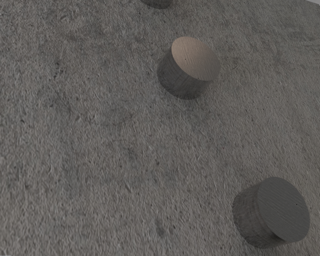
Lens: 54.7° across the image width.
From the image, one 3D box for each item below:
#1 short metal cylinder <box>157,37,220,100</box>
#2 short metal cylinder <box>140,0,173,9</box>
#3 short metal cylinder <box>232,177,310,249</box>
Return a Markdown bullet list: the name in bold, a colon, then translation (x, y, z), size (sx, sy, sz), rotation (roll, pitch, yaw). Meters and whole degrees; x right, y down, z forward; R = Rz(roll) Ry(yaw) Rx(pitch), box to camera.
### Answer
- **short metal cylinder**: translation (0.042, -0.089, 0.465), size (0.081, 0.050, 0.080), rotation (14, 56, -21)
- **short metal cylinder**: translation (-0.005, -0.257, 0.542), size (0.081, 0.050, 0.080), rotation (14, 56, -21)
- **short metal cylinder**: translation (0.141, 0.109, 0.397), size (0.081, 0.050, 0.080), rotation (14, 56, -21)
